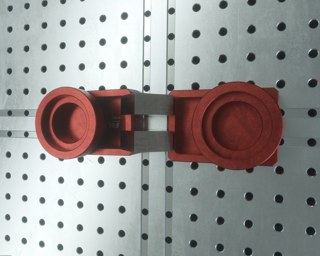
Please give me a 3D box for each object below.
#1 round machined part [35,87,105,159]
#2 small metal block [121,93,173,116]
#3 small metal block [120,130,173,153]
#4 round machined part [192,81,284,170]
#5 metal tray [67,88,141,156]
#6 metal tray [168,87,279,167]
[{"bbox_3d":[-0.120,-0.007,0.433,0.098,0.042,0.097,0,90,20],"label":"round machined part"},{"bbox_3d":[-0.017,-0.029,0.390,0.050,0.050,0.025,-178,89,-64],"label":"small metal block"},{"bbox_3d":[-0.018,0.016,0.390,0.050,0.050,0.025,-178,89,-64],"label":"small metal block"},{"bbox_3d":[0.090,-0.003,0.358,0.098,0.042,0.097,0,90,20],"label":"round machined part"},{"bbox_3d":[-0.094,-0.008,0.444,0.130,0.030,0.089,-1,92,20],"label":"metal tray"},{"bbox_3d":[0.077,-0.002,0.383,0.130,0.030,0.089,1,90,19],"label":"metal tray"}]
